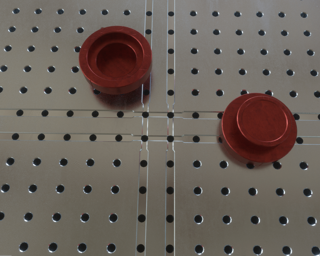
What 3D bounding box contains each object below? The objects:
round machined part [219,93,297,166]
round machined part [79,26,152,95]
[{"bbox_3d":[0.130,-0.003,0.404,0.099,0.042,0.098,0,70,0],"label":"round machined part"},{"bbox_3d":[-0.060,-0.090,0.435,0.099,0.042,0.098,0,70,0],"label":"round machined part"}]
